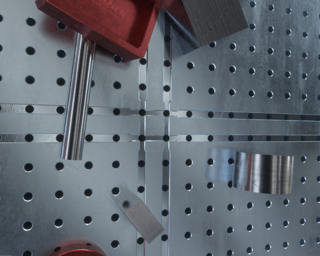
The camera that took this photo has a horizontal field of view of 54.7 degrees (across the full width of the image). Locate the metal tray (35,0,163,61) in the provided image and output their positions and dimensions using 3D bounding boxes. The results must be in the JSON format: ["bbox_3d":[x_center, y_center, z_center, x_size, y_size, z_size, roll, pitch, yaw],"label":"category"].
[{"bbox_3d":[-0.064,-0.148,0.361,0.131,0.030,0.090,25,77,-38],"label":"metal tray"}]

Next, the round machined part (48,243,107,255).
[{"bbox_3d":[-0.100,0.193,0.368,0.099,0.042,0.097,0,90,-21],"label":"round machined part"}]

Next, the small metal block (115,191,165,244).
[{"bbox_3d":[-0.026,0.111,0.391,0.025,0.050,0.050,-39,103,-16],"label":"small metal block"}]

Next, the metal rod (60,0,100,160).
[{"bbox_3d":[-0.090,-0.111,0.379,0.025,0.025,0.298,8,87,-20],"label":"metal rod"}]

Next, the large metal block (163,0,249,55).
[{"bbox_3d":[0.061,-0.156,0.423,0.081,0.050,0.080,-26,99,-18],"label":"large metal block"}]

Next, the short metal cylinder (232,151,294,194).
[{"bbox_3d":[0.145,0.061,0.439,0.081,0.080,0.050,5,89,-20],"label":"short metal cylinder"}]
